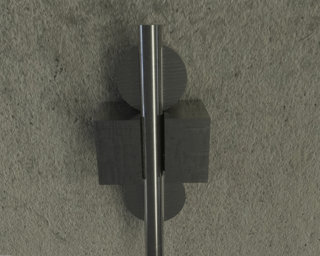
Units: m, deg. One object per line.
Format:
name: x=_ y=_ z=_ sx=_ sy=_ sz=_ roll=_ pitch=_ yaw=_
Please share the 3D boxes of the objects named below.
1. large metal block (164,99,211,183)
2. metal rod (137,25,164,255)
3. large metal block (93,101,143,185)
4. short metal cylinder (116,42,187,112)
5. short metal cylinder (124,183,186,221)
large metal block: x=0.030 y=0.013 z=0.387 sx=0.050 sy=0.080 sz=0.079 roll=-1 pitch=110 yaw=0
metal rod: x=-0.009 y=0.034 z=0.369 sx=0.025 sy=0.025 sz=0.298 roll=-1 pitch=110 yaw=0
large metal block: x=-0.047 y=0.015 z=0.387 sx=0.050 sy=0.080 sz=0.079 roll=-1 pitch=110 yaw=0
short metal cylinder: x=-0.009 y=-0.064 z=0.374 sx=0.081 sy=0.050 sz=0.079 roll=0 pitch=110 yaw=0
short metal cylinder: x=-0.007 y=0.082 z=0.428 sx=0.081 sy=0.050 sz=0.079 roll=0 pitch=110 yaw=0
